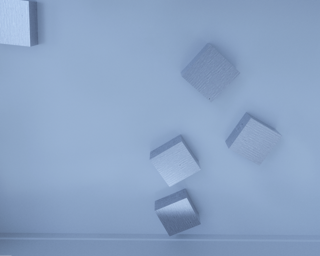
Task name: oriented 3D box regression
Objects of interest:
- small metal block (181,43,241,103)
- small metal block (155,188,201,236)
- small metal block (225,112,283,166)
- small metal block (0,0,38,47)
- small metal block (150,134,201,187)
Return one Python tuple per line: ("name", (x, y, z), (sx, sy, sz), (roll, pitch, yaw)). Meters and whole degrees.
("small metal block", (0.062, -0.069, 0.386), (0.050, 0.025, 0.050), (40, 105, -14))
("small metal block", (0.026, 0.125, 0.457), (0.050, 0.025, 0.050), (-25, 109, 8))
("small metal block", (0.125, 0.015, 0.418), (0.050, 0.025, 0.050), (28, 108, -10))
("small metal block", (-0.174, -0.125, 0.364), (0.050, 0.025, 0.050), (6, 110, -2))
("small metal block", (0.021, 0.045, 0.428), (0.050, 0.025, 0.050), (-31, 107, 10))
